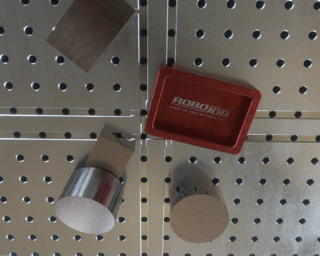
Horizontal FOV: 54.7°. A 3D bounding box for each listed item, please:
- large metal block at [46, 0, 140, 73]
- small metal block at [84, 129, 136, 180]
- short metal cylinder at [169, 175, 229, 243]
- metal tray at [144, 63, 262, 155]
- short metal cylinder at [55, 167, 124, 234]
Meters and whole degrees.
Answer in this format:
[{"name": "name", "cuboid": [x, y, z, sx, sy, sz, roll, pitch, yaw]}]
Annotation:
[{"name": "large metal block", "cuboid": [-0.069, -0.114, 0.341, 0.050, 0.080, 0.080, 39, 105, -13]}, {"name": "small metal block", "cuboid": [-0.068, 0.037, 0.426, 0.050, 0.025, 0.050, 26, 108, -10]}, {"name": "short metal cylinder", "cuboid": [0.053, 0.115, 0.443, 0.081, 0.050, 0.079, 0, 110, 0]}, {"name": "metal tray", "cuboid": [0.053, -0.023, 0.402, 0.131, 0.030, 0.089, 14, 110, -5]}, {"name": "short metal cylinder", "cuboid": [-0.094, 0.099, 0.423, 0.080, 0.050, 0.079, 5, 129, 7]}]
